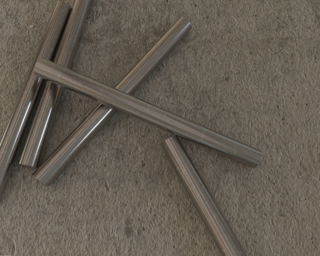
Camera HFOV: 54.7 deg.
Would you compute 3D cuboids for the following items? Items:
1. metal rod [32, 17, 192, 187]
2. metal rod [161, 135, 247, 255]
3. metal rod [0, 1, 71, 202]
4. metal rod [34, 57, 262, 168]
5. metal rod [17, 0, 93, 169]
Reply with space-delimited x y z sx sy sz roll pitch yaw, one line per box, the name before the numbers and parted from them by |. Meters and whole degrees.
metal rod | -0.055 -0.046 0.424 0.025 0.025 0.300 37 74 12
metal rod | 0.082 0.141 0.357 0.025 0.025 0.299 -26 72 -10
metal rod | -0.177 -0.047 0.423 0.025 0.025 0.299 11 70 4
metal rod | -0.015 -0.019 0.394 0.301 0.025 0.025 23 72 0
metal rod | -0.138 -0.090 0.439 0.025 0.025 0.299 10 70 3
